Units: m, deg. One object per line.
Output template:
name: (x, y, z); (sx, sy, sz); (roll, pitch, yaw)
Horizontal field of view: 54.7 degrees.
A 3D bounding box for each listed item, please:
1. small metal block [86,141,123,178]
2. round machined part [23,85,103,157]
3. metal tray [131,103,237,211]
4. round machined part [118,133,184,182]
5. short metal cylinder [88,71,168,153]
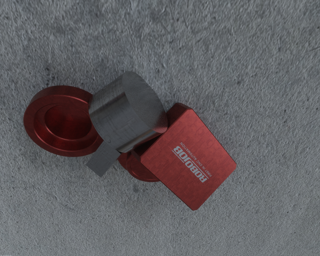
small metal block: (-0.060, 0.028, 0.391); (0.025, 0.050, 0.050); (41, 122, -1)
round machined part: (-0.112, -0.012, 0.385); (0.099, 0.042, 0.097); (-1, 130, 0)
metal tray: (0.036, 0.041, 0.412); (0.090, 0.030, 0.130); (-46, 122, -5)
round machined part: (-0.011, 0.038, 0.430); (0.099, 0.042, 0.097); (-1, 130, 0)
short metal cylinder: (-0.035, -0.018, 0.358); (0.050, 0.080, 0.080); (-31, 124, 23)
